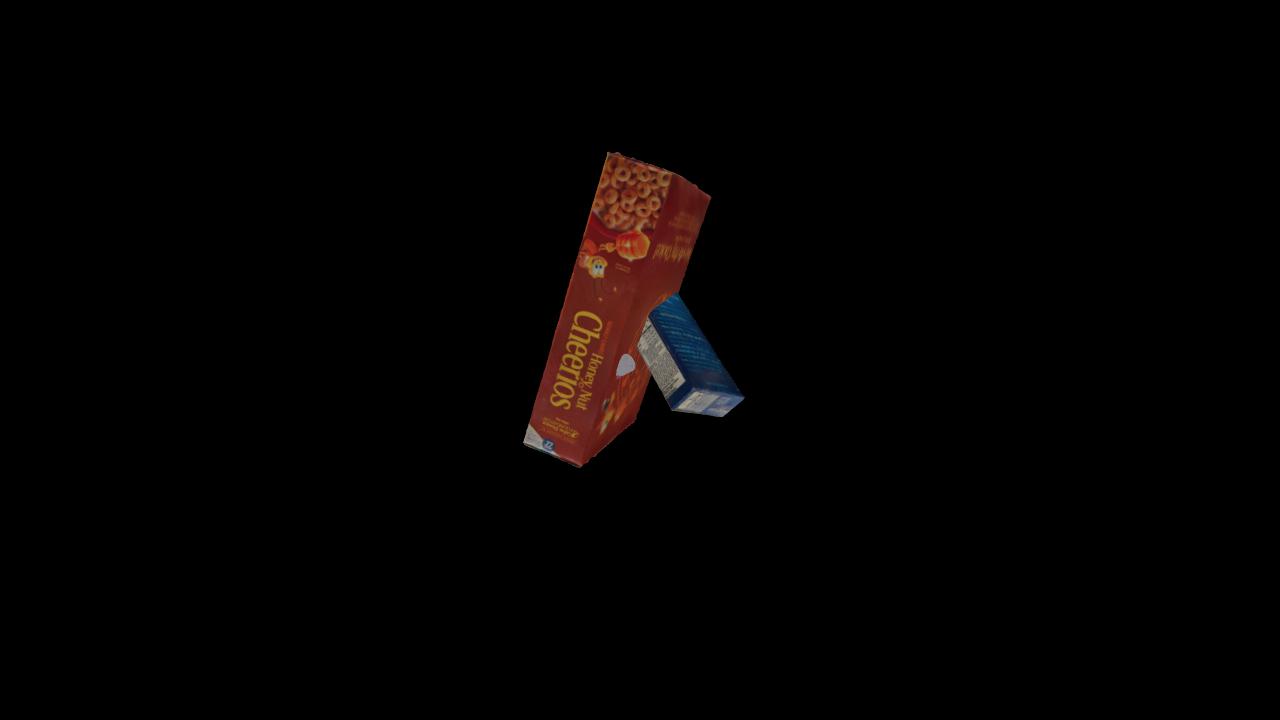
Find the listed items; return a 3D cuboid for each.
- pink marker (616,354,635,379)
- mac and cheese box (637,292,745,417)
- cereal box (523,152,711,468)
[{"bbox_3d":[-0.054,0.027,0.637,0.121,0.020,0.020,-29,-17,33],"label":"pink marker"},{"bbox_3d":[0.032,-0.025,0.664,0.093,0.184,0.041,10,-48,-47],"label":"mac and cheese box"},{"bbox_3d":[-0.019,-0.054,0.680,0.081,0.306,0.203,22,14,12],"label":"cereal box"}]
